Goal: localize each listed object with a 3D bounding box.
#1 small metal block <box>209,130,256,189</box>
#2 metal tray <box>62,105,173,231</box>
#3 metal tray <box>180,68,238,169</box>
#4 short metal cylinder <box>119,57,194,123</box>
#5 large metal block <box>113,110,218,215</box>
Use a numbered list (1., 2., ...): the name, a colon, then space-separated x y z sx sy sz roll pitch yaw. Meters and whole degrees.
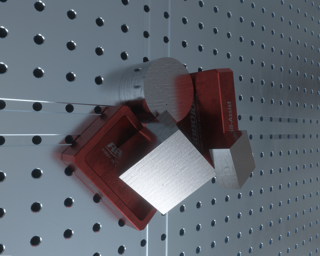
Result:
1. small metal block: 0.086 0.036 0.360 0.050 0.025 0.050 -35 113 -47
2. metal tray: -0.040 0.048 0.373 0.090 0.030 0.130 -51 120 -28
3. metal tray: 0.059 -0.010 0.418 0.030 0.090 0.129 -12 98 -40
4. short metal cylinder: -0.004 -0.045 0.391 0.081 0.050 0.079 0 90 -40
5. large metal block: 0.006 0.040 0.359 0.080 0.050 0.080 -39 121 6
